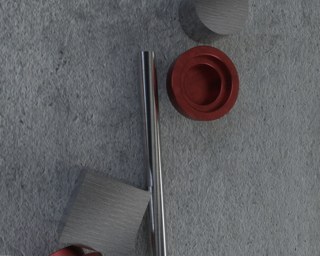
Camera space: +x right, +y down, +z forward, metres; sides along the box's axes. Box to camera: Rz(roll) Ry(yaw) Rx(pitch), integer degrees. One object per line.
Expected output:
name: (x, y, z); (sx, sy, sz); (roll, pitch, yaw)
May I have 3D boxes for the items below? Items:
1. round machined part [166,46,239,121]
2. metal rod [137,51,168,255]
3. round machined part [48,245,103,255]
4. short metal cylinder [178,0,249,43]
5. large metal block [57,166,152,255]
round machined part: (0.054, -0.058, 0.420); (0.099, 0.042, 0.097); (0, 90, -20)
metal rod: (-0.009, 0.052, 0.405); (0.025, 0.025, 0.298); (-4, 92, -20)
round machined part: (-0.108, 0.167, 0.341); (0.099, 0.098, 0.042); (-32, 63, -17)
short metal cylinder: (0.072, -0.161, 0.422); (0.081, 0.050, 0.079); (0, 90, -20)
large metal block: (-0.067, 0.099, 0.371); (0.080, 0.050, 0.080); (23, 82, -19)
